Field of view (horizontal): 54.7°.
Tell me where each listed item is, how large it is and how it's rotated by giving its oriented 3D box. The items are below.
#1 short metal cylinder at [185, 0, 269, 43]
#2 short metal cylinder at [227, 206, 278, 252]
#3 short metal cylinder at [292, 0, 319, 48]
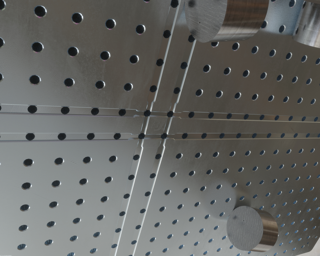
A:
[{"bbox_3d":[0.068,-0.133,0.330,0.050,0.080,0.079,-10,123,-23],"label":"short metal cylinder"},{"bbox_3d":[0.175,0.193,0.591,0.050,0.080,0.080,22,107,-36],"label":"short metal cylinder"},{"bbox_3d":[0.225,-0.138,0.413,0.081,0.080,0.050,-7,122,-25],"label":"short metal cylinder"}]
